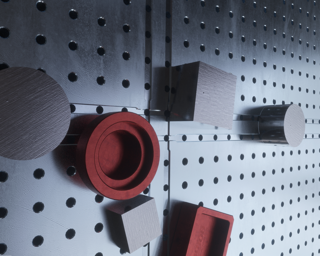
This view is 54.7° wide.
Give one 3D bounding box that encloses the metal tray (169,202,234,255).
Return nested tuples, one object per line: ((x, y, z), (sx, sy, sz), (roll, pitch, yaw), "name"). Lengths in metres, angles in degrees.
((0.058, 0.183, 0.454), (0.090, 0.030, 0.130), (26, 74, -37), "metal tray")

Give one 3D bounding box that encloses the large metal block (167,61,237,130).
((0.062, -0.043, 0.444), (0.081, 0.050, 0.080), (11, 83, -40), "large metal block")

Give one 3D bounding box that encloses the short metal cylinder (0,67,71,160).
((-0.131, -0.012, 0.283), (0.081, 0.050, 0.080), (0, 90, -40), "short metal cylinder")

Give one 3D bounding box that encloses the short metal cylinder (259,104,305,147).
((0.232, -0.005, 0.587), (0.081, 0.050, 0.080), (0, 90, -40), "short metal cylinder")

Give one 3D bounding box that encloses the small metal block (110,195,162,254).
((-0.029, 0.118, 0.385), (0.050, 0.025, 0.050), (-19, 102, -38), "small metal block")

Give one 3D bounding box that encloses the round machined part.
((-0.051, 0.030, 0.355), (0.099, 0.042, 0.097), (0, 90, -40), "round machined part")
